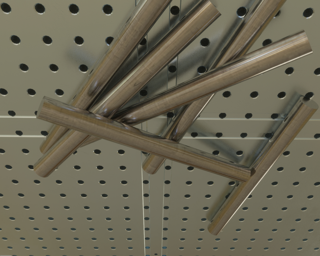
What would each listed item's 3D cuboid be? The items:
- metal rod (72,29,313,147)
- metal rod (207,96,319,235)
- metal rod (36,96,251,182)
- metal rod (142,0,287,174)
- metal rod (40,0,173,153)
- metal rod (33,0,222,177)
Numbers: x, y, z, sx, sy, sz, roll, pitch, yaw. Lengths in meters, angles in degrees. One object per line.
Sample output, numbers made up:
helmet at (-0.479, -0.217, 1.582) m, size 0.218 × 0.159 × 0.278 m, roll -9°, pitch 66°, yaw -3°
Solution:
metal rod at (0.014, -0.034, 0.359) m, size 0.300 × 0.025 × 0.025 m, roll -21°, pitch 128°, yaw 26°
metal rod at (0.142, 0.077, 0.477) m, size 0.025 × 0.025 × 0.298 m, roll 13°, pitch 129°, yaw -11°
metal rod at (0.001, 0.024, 0.392) m, size 0.302 × 0.025 × 0.025 m, roll 20°, pitch 128°, yaw -28°
metal rod at (0.053, -0.043, 0.375) m, size 0.025 × 0.025 × 0.298 m, roll 21°, pitch 127°, yaw -17°
metal rod at (-0.067, -0.061, 0.358) m, size 0.025 × 0.025 × 0.299 m, roll 30°, pitch 124°, yaw -23°
metal rod at (-0.053, -0.033, 0.364) m, size 0.299 × 0.025 × 0.025 m, roll -40°, pitch 120°, yaw 22°
